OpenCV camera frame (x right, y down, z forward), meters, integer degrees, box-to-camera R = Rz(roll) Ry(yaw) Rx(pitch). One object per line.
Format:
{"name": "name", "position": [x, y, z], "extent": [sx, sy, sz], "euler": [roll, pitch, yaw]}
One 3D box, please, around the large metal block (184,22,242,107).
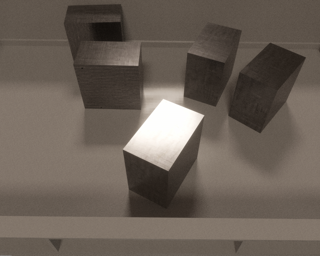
{"name": "large metal block", "position": [0.075, -0.092, 0.448], "extent": [0.050, 0.080, 0.080], "euler": [20, 53, 15]}

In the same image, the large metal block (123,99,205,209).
{"name": "large metal block", "position": [0.006, 0.029, 0.345], "extent": [0.050, 0.080, 0.080], "euler": [24, 54, 18]}

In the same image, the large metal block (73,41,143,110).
{"name": "large metal block", "position": [-0.066, -0.071, 0.428], "extent": [0.081, 0.080, 0.050], "euler": [1, 50, 1]}

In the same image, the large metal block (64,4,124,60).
{"name": "large metal block", "position": [-0.099, -0.145, 0.490], "extent": [0.081, 0.080, 0.050], "euler": [-3, 50, -3]}

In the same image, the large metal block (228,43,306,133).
{"name": "large metal block", "position": [0.142, -0.054, 0.416], "extent": [0.050, 0.080, 0.080], "euler": [33, 57, 24]}
